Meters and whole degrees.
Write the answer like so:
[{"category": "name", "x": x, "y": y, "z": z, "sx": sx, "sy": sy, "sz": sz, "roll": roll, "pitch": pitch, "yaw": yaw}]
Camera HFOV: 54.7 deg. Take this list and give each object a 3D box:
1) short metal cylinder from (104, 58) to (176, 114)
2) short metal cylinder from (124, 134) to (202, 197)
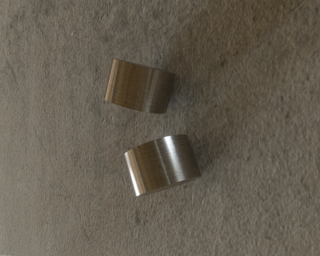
[{"category": "short metal cylinder", "x": -0.025, "y": -0.053, "z": 0.388, "sx": 0.080, "sy": 0.081, "sz": 0.050, "roll": 23, "pitch": 105, "yaw": 37}, {"category": "short metal cylinder", "x": 0.003, "y": 0.045, "z": 0.365, "sx": 0.080, "sy": 0.081, "sz": 0.050, "roll": -28, "pitch": 73, "yaw": 36}]
